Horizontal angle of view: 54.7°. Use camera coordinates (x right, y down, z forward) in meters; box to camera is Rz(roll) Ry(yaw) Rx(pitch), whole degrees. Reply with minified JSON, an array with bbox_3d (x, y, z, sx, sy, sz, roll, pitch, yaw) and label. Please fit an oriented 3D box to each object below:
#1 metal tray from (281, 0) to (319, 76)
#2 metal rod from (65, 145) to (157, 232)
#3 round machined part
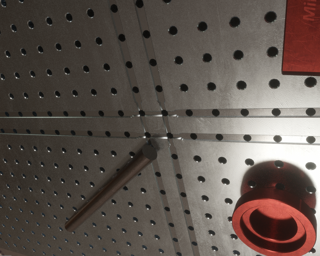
[{"bbox_3d":[0.117,-0.115,0.235,0.030,0.090,0.129,7,121,24],"label":"metal tray"},{"bbox_3d":[-0.097,0.116,0.531,0.025,0.025,0.298,44,129,-2],"label":"metal rod"},{"bbox_3d":[0.145,0.115,0.394,0.098,0.042,0.097,13,124,20],"label":"round machined part"}]
